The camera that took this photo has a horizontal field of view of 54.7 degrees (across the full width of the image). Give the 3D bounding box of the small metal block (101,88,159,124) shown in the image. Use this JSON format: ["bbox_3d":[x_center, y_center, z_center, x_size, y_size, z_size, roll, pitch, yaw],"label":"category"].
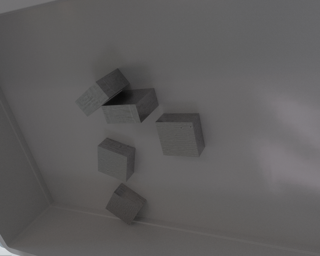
[{"bbox_3d":[-0.037,-0.028,0.395,0.050,0.050,0.025,0,118,28],"label":"small metal block"}]

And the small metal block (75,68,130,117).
[{"bbox_3d":[-0.075,-0.046,0.403,0.050,0.050,0.025,-33,100,38],"label":"small metal block"}]

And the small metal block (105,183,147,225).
[{"bbox_3d":[-0.057,0.128,0.518,0.050,0.025,0.050,34,129,6],"label":"small metal block"}]

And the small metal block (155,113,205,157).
[{"bbox_3d":[0.027,0.009,0.400,0.050,0.025,0.050,1,119,28],"label":"small metal block"}]

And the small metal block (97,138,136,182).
[{"bbox_3d":[-0.067,0.049,0.474,0.050,0.025,0.050,18,126,17],"label":"small metal block"}]
